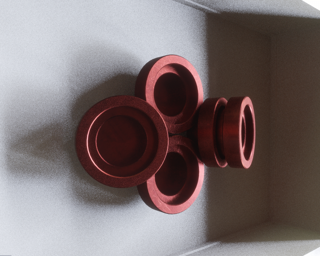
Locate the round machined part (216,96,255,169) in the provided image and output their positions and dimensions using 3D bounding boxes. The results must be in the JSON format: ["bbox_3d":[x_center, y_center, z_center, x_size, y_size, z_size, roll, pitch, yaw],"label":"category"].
[{"bbox_3d":[0.100,0.006,0.426,0.098,0.042,0.097,0,90,-62],"label":"round machined part"}]

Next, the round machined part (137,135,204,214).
[{"bbox_3d":[0.008,0.057,0.400,0.099,0.042,0.097,0,90,-40],"label":"round machined part"}]

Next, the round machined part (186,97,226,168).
[{"bbox_3d":[0.070,0.006,0.438,0.098,0.042,0.097,2,87,-62],"label":"round machined part"}]

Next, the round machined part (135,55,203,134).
[{"bbox_3d":[0.007,-0.042,0.398,0.099,0.042,0.097,0,90,-40],"label":"round machined part"}]

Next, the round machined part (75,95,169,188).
[{"bbox_3d":[-0.044,0.014,0.343,0.099,0.042,0.097,0,90,-19],"label":"round machined part"}]
